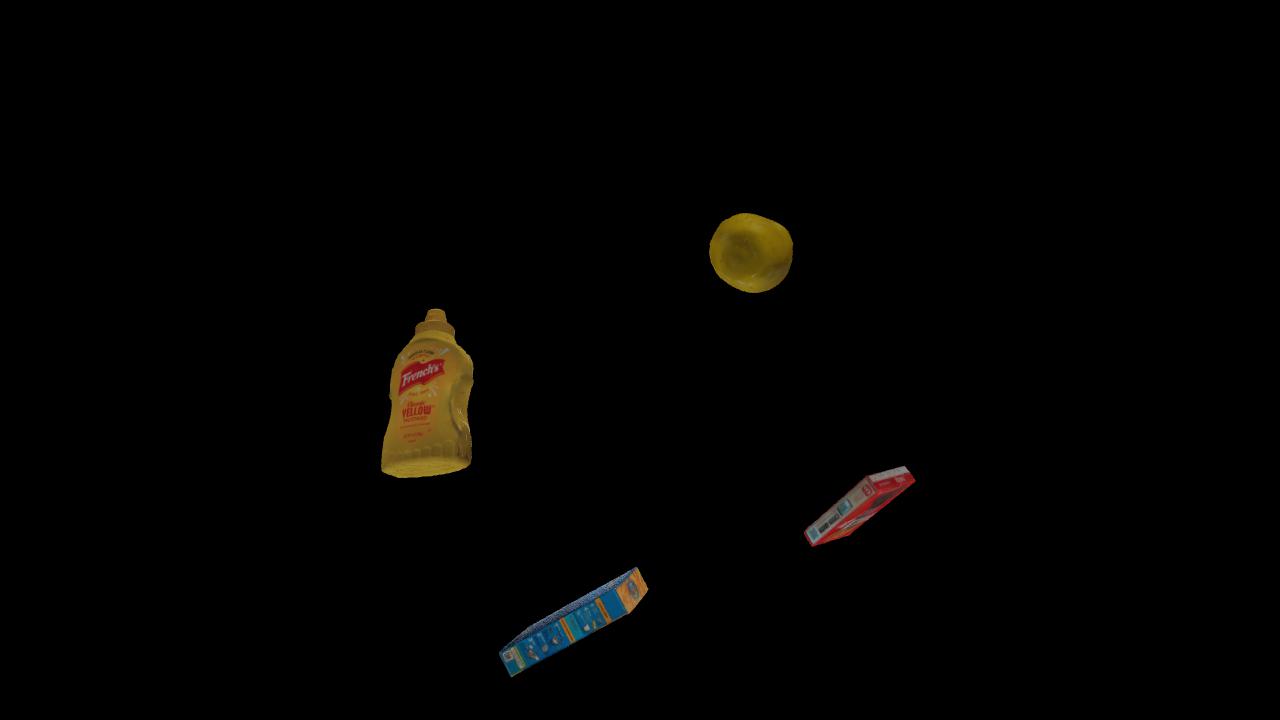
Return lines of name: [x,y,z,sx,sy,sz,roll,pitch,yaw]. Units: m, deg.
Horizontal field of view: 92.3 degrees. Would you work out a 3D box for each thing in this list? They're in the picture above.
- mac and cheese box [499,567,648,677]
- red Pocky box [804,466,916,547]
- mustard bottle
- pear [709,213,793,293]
mac and cheese box: [-0.084,0.338,0.799,0.184,0.041,0.093,-33,-12,13]
red Pocky box: [0.299,0.203,0.844,0.083,0.028,0.155,-6,-38,-33]
mustard bottle: [-0.221,0.028,0.651,0.092,0.184,0.054,-13,-26,17]
pear: [0.119,-0.109,0.609,0.080,0.080,0.111,0,16,36]
